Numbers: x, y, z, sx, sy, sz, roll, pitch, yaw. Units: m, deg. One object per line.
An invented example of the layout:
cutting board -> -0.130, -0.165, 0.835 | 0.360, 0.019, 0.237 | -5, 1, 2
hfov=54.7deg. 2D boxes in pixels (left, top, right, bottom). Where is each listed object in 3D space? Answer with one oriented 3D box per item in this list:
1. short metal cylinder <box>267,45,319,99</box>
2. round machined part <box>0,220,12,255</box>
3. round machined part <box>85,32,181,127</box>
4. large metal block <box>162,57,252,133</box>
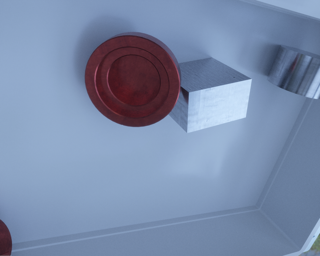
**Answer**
short metal cylinder -> 0.200, -0.080, 0.436 | 0.081, 0.080, 0.050 | 2, 118, -30
round machined part -> -0.208, 0.135, 0.344 | 0.098, 0.098, 0.042 | -49, 165, 6
round machined part -> -0.026, -0.053, 0.333 | 0.099, 0.042, 0.097 | 3, 117, 6
large metal block -> 0.049, -0.044, 0.375 | 0.081, 0.080, 0.050 | -14, 125, -21
